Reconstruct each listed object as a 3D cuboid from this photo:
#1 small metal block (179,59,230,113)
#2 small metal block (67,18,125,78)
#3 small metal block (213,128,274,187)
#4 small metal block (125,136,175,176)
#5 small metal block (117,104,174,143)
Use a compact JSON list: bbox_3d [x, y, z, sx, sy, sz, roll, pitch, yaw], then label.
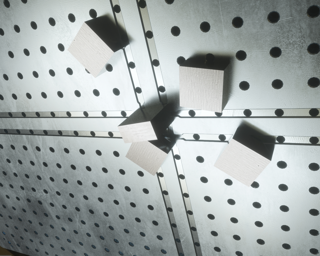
[{"bbox_3d":[0.050,-0.049,0.355,0.050,0.025,0.050,11,123,22],"label":"small metal block"},{"bbox_3d":[-0.081,-0.101,0.393,0.050,0.025,0.050,46,129,-4],"label":"small metal block"},{"bbox_3d":[0.102,0.037,0.380,0.050,0.025,0.050,31,129,8],"label":"small metal block"},{"bbox_3d":[-0.015,0.032,0.440,0.050,0.025,0.050,33,129,6],"label":"small metal block"},{"bbox_3d":[-0.018,-0.006,0.401,0.050,0.050,0.025,-8,114,32],"label":"small metal block"}]
